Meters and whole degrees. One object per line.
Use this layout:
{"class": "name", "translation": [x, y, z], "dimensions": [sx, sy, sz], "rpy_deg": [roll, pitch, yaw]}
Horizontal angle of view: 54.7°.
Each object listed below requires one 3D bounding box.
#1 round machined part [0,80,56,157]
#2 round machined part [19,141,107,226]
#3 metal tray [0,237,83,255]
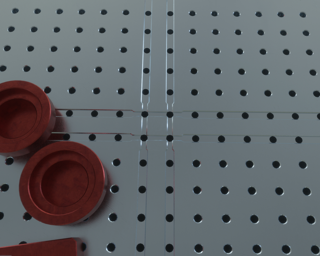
{"class": "round machined part", "translation": [-0.186, -0.009, 0.405], "dimensions": [0.099, 0.042, 0.098], "rpy_deg": [0, 70, 0]}
{"class": "round machined part", "translation": [-0.113, 0.068, 0.377], "dimensions": [0.099, 0.042, 0.098], "rpy_deg": [0, 70, 0]}
{"class": "metal tray", "translation": [-0.131, 0.193, 0.337], "dimensions": [0.091, 0.030, 0.130], "rpy_deg": [-7, 70, -3]}
